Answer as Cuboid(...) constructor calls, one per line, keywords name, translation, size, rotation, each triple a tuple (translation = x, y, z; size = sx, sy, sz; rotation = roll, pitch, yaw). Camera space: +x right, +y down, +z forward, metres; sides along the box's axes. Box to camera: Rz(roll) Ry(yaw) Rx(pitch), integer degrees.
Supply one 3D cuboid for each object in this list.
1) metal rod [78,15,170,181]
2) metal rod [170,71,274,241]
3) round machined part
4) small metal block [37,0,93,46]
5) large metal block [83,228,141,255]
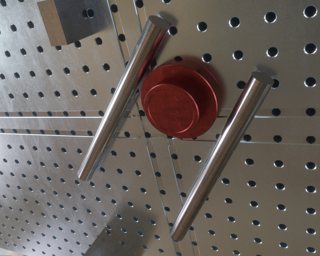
Cuboid(name="metal rod", translation=(-0.064, -0.018, 0.431), size=(0.025, 0.025, 0.298), rotation=(36, 129, 4))
Cuboid(name="metal rod", translation=(0.067, 0.060, 0.411), size=(0.025, 0.025, 0.298), rotation=(27, 128, 10))
Cuboid(name="round machined part", translation=(0.020, -0.028, 0.371), size=(0.098, 0.042, 0.097), rotation=(13, 124, 20))
Cuboid(name="small metal block", translation=(-0.112, -0.130, 0.372), size=(0.025, 0.050, 0.050), rotation=(3, 120, 26))
Cuboid(name="large metal block", translation=(-0.092, 0.247, 0.575), size=(0.080, 0.080, 0.050), rotation=(19, 126, 16))
